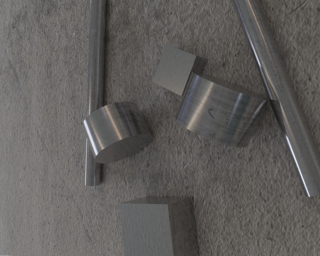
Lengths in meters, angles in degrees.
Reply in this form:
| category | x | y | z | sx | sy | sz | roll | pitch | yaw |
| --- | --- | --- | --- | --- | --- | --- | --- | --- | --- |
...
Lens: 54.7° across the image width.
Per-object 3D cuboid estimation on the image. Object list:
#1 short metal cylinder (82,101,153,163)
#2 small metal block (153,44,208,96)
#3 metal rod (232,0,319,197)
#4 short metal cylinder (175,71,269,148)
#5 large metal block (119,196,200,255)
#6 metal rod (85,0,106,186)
| category | x | y | z | sx | sy | sz | roll | pitch | yaw |
| --- | --- | --- | --- | --- | --- | --- | --- | --- | --- |
| short metal cylinder | -0.057 | 0.007 | 0.416 | 0.080 | 0.081 | 0.050 | -38 | 67 | 33 |
| small metal block | 0.024 | -0.071 | 0.385 | 0.050 | 0.025 | 0.050 | 31 | 109 | 35 |
| metal rod | 0.106 | -0.080 | 0.317 | 0.025 | 0.025 | 0.299 | -26 | 74 | 37 |
| short metal cylinder | 0.062 | -0.021 | 0.318 | 0.080 | 0.081 | 0.050 | 32 | 110 | 35 |
| large metal block | -0.001 | 0.131 | 0.390 | 0.080 | 0.050 | 0.080 | -11 | 83 | 39 |
| metal rod | -0.101 | -0.059 | 0.488 | 0.025 | 0.025 | 0.298 | 4 | 92 | 40 |
